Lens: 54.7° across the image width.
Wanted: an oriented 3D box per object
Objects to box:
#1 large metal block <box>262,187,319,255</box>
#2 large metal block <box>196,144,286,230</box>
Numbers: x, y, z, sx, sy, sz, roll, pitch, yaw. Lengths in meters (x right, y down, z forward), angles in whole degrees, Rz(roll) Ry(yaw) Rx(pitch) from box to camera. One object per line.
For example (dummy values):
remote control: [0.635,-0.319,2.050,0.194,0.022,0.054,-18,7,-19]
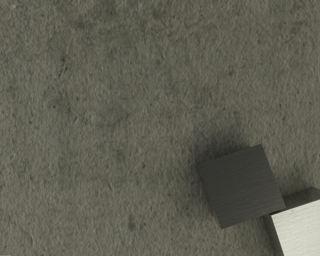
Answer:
large metal block: [0.185,0.131,0.400,0.080,0.050,0.080,-18,91,-1]
large metal block: [0.099,0.072,0.393,0.080,0.050,0.080,-19,81,0]
